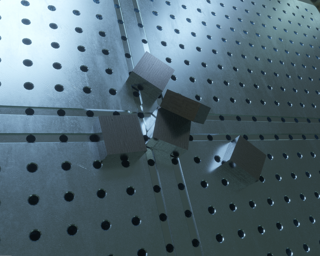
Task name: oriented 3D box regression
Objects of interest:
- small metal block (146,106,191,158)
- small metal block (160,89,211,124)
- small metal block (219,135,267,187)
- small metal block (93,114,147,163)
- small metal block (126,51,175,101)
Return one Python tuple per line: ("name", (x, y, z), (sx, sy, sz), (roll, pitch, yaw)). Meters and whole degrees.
("small metal block", (0.012, 0.005, 0.413), (0.050, 0.025, 0.050), (22, 54, -16))
("small metal block", (0.035, -0.028, 0.418), (0.050, 0.025, 0.050), (26, 7, 22))
("small metal block", (0.120, 0.047, 0.447), (0.050, 0.025, 0.050), (37, 51, -4))
("small metal block", (-0.049, 0.012, 0.376), (0.050, 0.025, 0.050), (-4, 64, -30))
("small metal block", (-0.013, -0.076, 0.449), (0.050, 0.025, 0.050), (33, 51, -7))
